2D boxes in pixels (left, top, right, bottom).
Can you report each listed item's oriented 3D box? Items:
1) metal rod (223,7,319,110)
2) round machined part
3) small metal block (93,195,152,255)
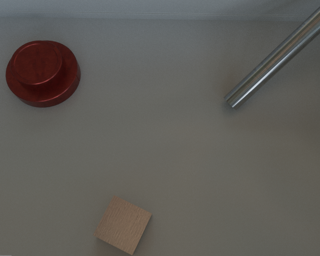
[{"bbox_3d":[0.200,-0.135,0.389,0.299,0.025,0.025,-44,75,14],"label":"metal rod"},{"bbox_3d":[-0.164,-0.081,0.428,0.099,0.042,0.098,0,70,-1],"label":"round machined part"},{"bbox_3d":[-0.043,0.115,0.367,0.050,0.025,0.050,24,72,8],"label":"small metal block"}]
